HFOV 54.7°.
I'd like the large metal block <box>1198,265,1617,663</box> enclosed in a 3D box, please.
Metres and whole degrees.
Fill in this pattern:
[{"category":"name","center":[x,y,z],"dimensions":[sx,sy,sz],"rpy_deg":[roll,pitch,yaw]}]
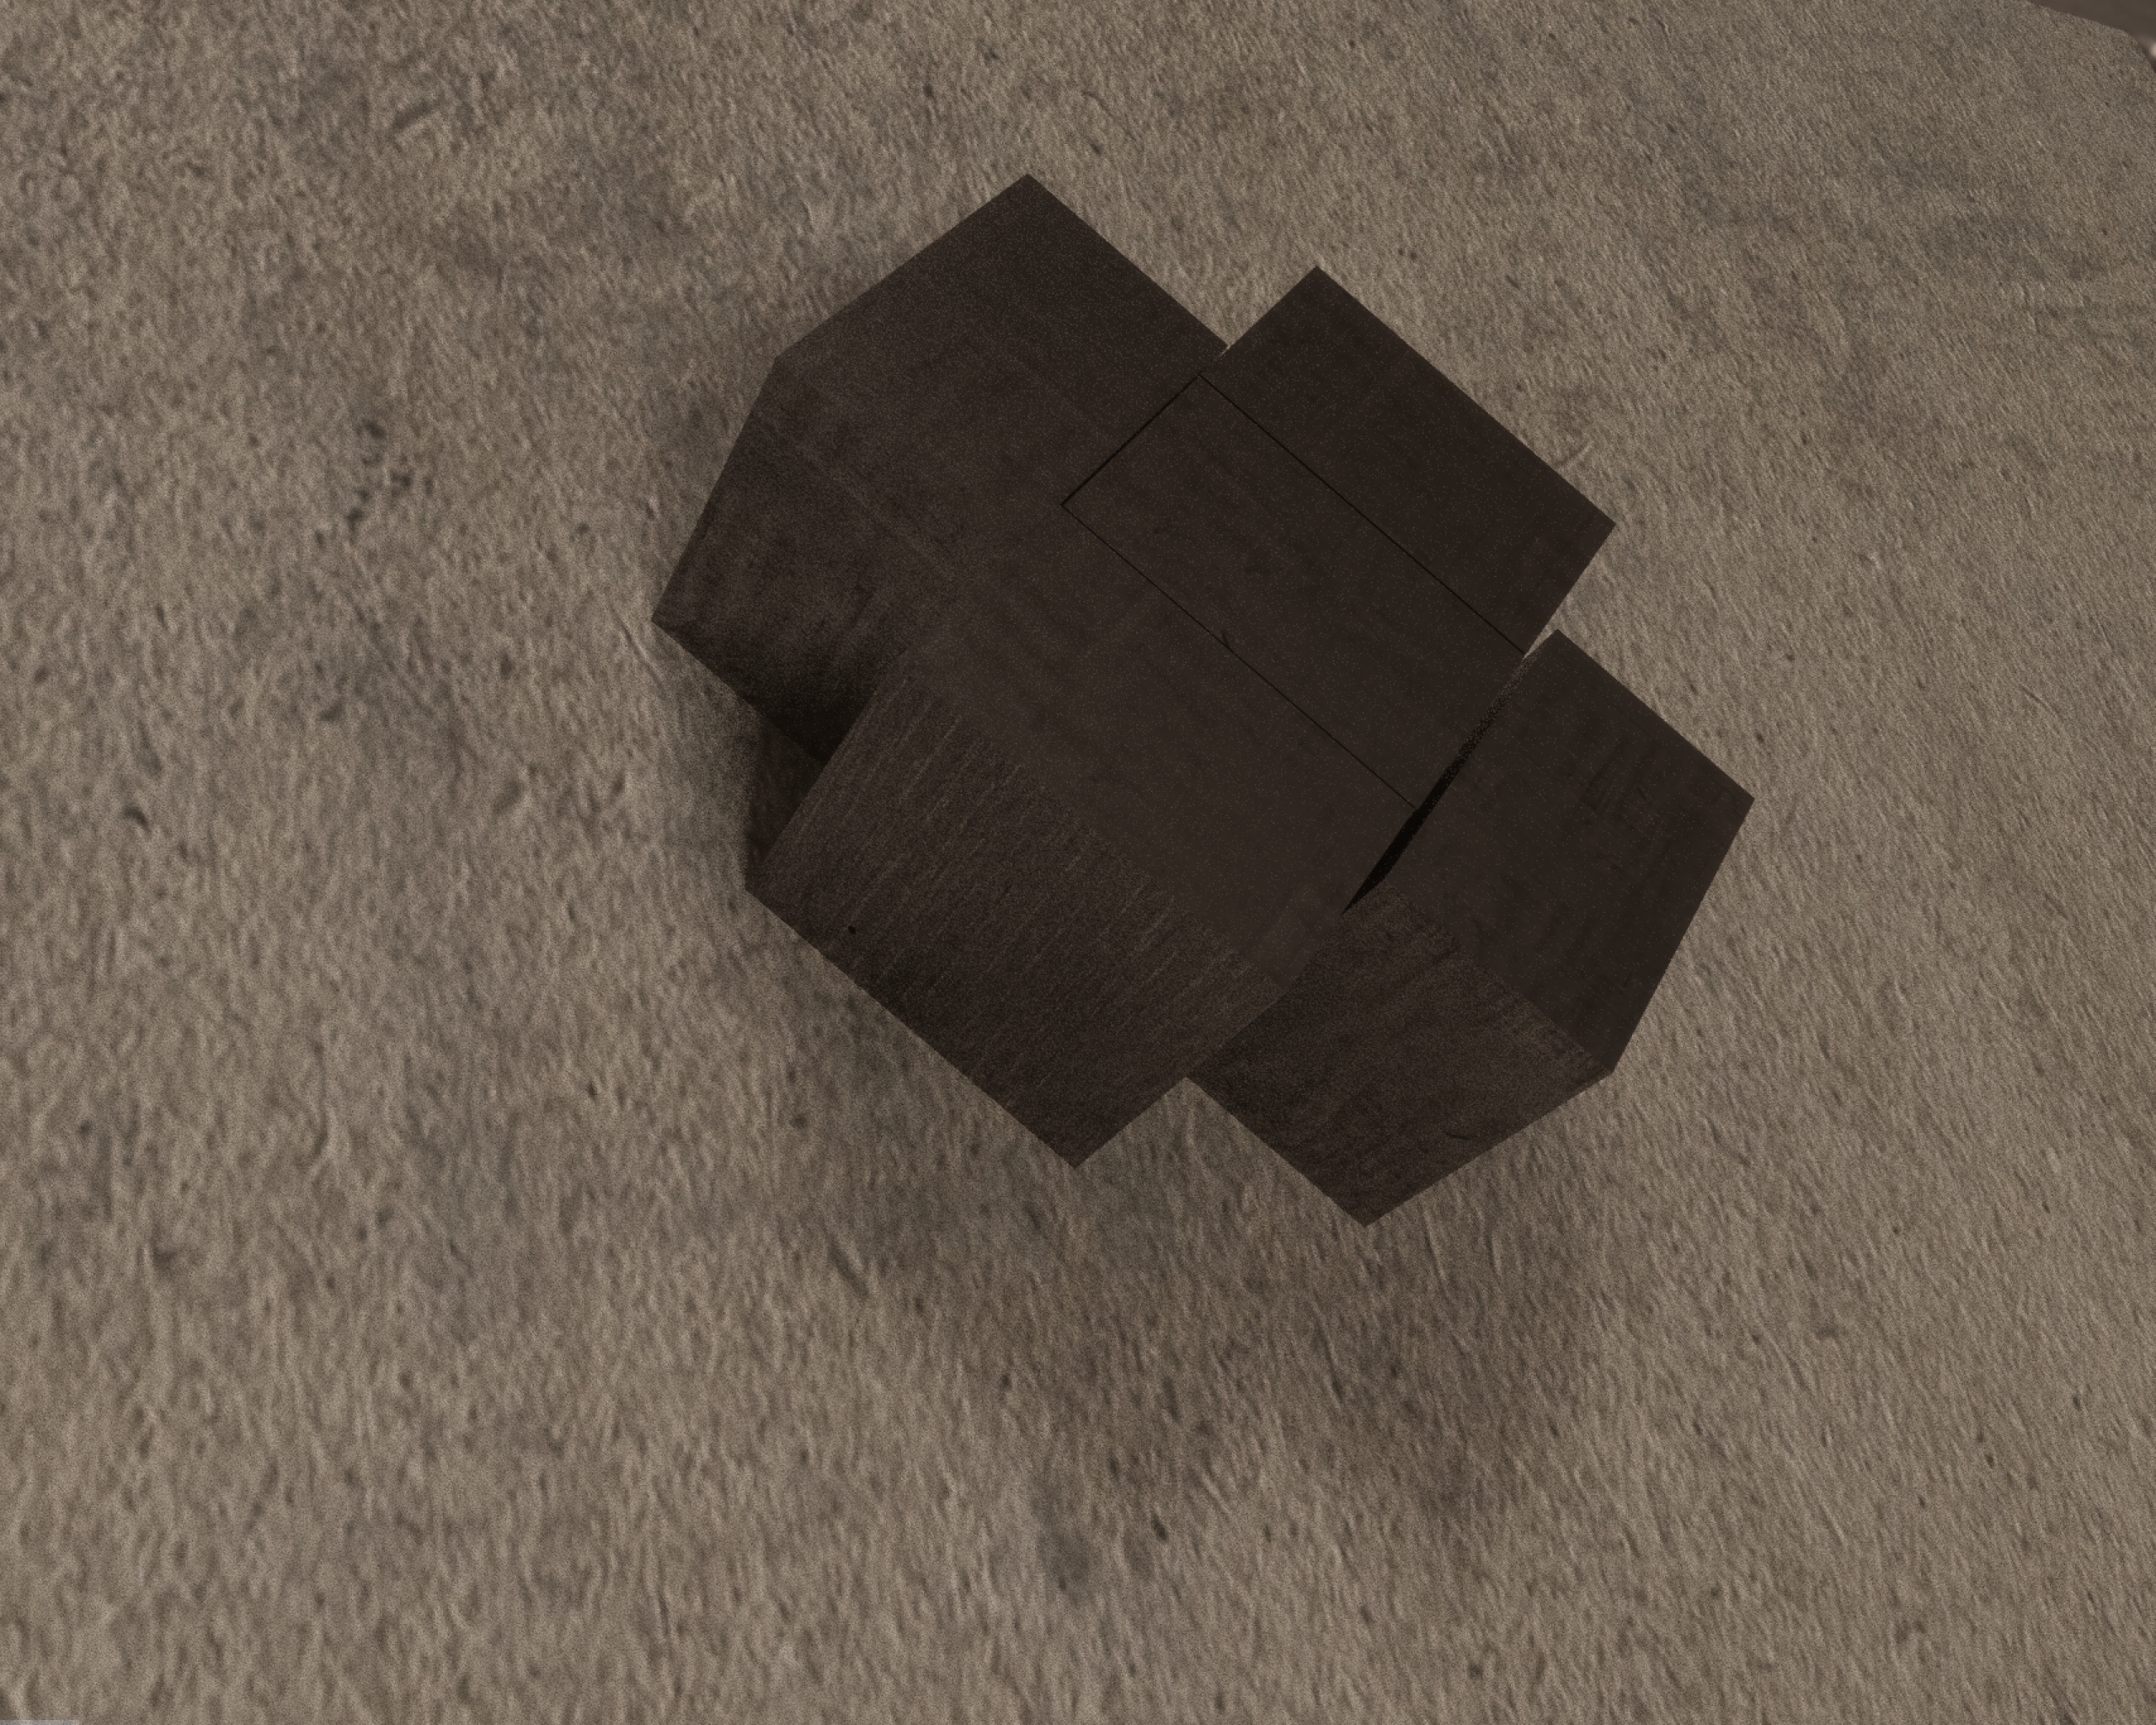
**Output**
[{"category":"large metal block","center":[0.049,-0.061,0.436],"dimensions":[0.080,0.080,0.050],"rpy_deg":[41,51,-1]}]

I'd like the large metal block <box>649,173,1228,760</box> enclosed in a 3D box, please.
[{"category":"large metal block","center":[-0.028,-0.072,0.401],"dimensions":[0.050,0.080,0.080],"rpy_deg":[41,51,-1]}]

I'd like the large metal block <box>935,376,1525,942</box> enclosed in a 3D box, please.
[{"category":"large metal block","center":[0.024,-0.031,0.404],"dimensions":[0.080,0.080,0.050],"rpy_deg":[41,51,-1]}]

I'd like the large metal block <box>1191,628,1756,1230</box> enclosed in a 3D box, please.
[{"category":"large metal block","center":[0.073,0.014,0.404],"dimensions":[0.050,0.080,0.080],"rpy_deg":[41,51,-1]}]

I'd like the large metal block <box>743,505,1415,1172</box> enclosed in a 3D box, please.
[{"category":"large metal block","center":[-0.002,-0.002,0.372],"dimensions":[0.080,0.080,0.050],"rpy_deg":[41,51,-1]}]
